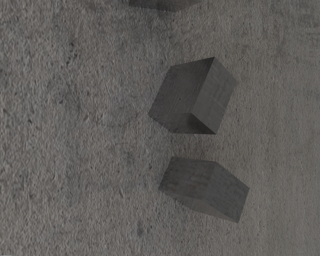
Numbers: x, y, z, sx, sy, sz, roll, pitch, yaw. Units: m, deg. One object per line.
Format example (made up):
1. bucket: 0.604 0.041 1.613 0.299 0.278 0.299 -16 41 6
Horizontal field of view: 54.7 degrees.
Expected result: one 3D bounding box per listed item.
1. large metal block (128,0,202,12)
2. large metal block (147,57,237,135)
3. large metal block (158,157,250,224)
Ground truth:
1. large metal block: 0.003 -0.198 0.390 0.081 0.050 0.079 -11 97 -40
2. large metal block: 0.041 -0.039 0.403 0.050 0.080 0.080 37 67 -34
3. large metal block: 0.059 0.082 0.419 0.080 0.080 0.050 38 67 -34
